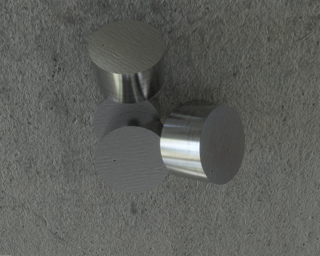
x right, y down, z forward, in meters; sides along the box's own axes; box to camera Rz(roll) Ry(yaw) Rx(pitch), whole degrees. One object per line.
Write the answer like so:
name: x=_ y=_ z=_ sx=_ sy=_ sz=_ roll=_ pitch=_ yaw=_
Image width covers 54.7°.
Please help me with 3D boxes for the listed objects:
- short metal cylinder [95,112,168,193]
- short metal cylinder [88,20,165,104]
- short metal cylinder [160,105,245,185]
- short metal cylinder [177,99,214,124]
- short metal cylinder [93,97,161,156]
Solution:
short metal cylinder: x=-0.029 y=0.027 z=0.353 sx=0.081 sy=0.050 sz=0.079 roll=0 pitch=110 yaw=-1
short metal cylinder: x=-0.035 y=-0.074 z=0.347 sx=0.081 sy=0.080 sz=0.050 roll=0 pitch=149 yaw=-1
short metal cylinder: x=0.047 y=0.016 z=0.327 sx=0.050 sy=0.081 sz=0.080 roll=3 pitch=118 yaw=45
short metal cylinder: x=0.051 y=0.008 z=0.401 sx=0.081 sy=0.050 sz=0.079 roll=0 pitch=110 yaw=-1
short metal cylinder: x=-0.039 y=-0.011 z=0.393 sx=0.081 sy=0.050 sz=0.079 roll=0 pitch=110 yaw=-1
